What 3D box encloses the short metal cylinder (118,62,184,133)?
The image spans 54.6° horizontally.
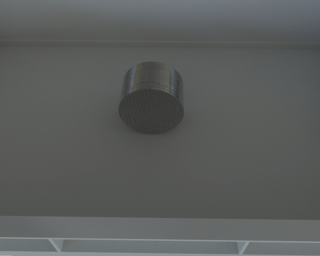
[{"bbox_3d":[-0.010,-0.038,0.397,0.080,0.080,0.050,1,50,1],"label":"short metal cylinder"}]
